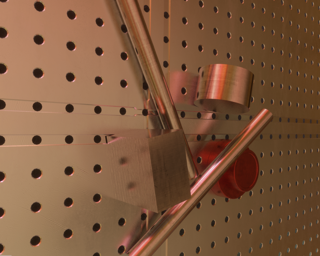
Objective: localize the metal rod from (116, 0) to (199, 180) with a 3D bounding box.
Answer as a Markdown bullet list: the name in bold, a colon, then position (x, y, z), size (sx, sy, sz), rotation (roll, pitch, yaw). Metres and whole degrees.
- **metal rod**: position (-0.006, -0.065, 0.405), size (0.025, 0.025, 0.298), rotation (-33, 111, -35)

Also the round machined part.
- **round machined part**: position (0.125, 0.067, 0.506), size (0.099, 0.042, 0.097), rotation (0, 90, -40)

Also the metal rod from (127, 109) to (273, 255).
- **metal rod**: position (0.070, 0.072, 0.443), size (0.301, 0.025, 0.025), rotation (-42, 116, -23)

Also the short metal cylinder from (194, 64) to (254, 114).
- **short metal cylinder**: position (0.094, -0.055, 0.454), size (0.081, 0.080, 0.050), rotation (17, 79, -39)

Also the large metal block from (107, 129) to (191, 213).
- **large metal block**: position (-0.014, 0.045, 0.363), size (0.050, 0.080, 0.079), rotation (-13, 99, -40)
